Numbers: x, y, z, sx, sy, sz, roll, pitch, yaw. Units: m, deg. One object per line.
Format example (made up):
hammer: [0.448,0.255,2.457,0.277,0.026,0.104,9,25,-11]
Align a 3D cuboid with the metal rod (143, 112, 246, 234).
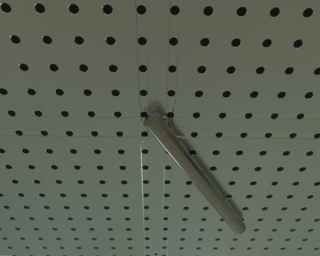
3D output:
metal rod: [0.067,0.086,0.484,0.025,0.025,0.300,-25,126,20]
